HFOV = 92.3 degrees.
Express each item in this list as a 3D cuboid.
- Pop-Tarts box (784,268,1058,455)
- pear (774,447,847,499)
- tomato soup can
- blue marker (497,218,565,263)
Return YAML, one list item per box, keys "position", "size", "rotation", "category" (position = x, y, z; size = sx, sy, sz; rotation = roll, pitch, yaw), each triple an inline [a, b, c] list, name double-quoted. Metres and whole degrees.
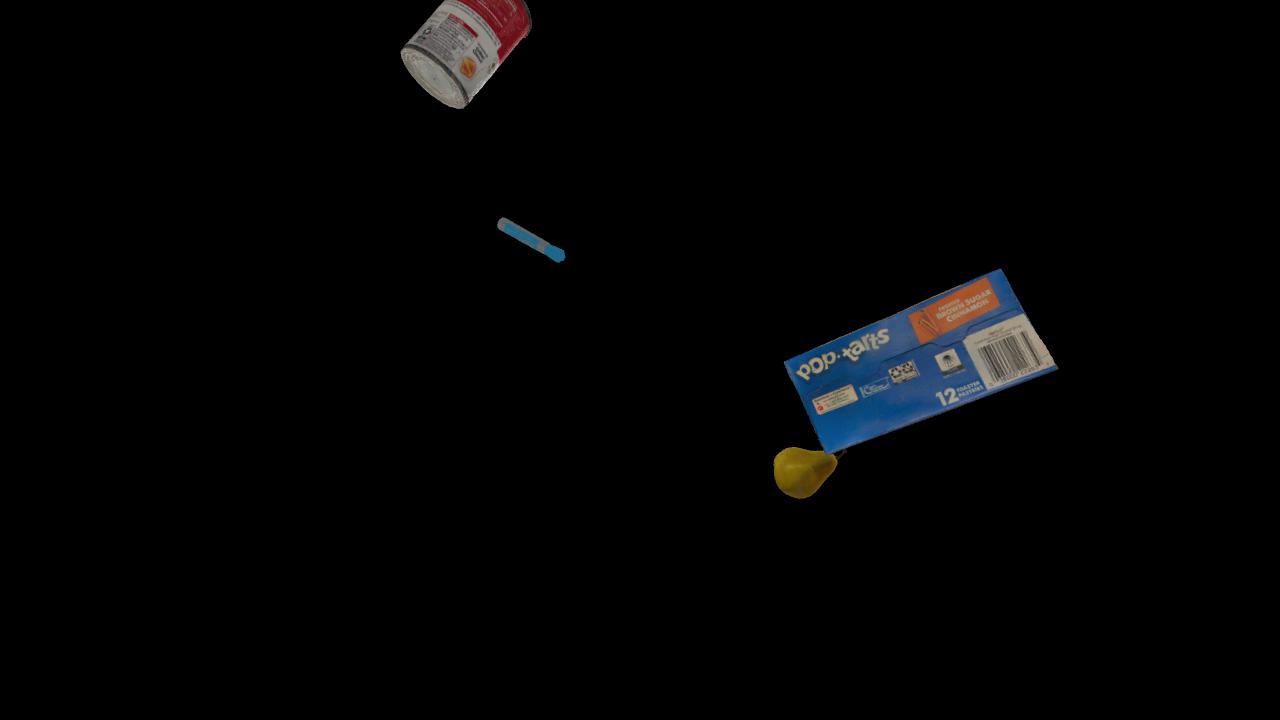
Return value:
- position: [0.222, 0.009, 0.510]
  size: [0.167, 0.083, 0.141]
  rotation: [-25, -14, 19]
  category: "Pop-Tarts box"
- position: [0.262, 0.167, 0.934]
  size: [0.111, 0.080, 0.080]
  rotation: [-16, -7, 26]
  category: "pear"
- position: [-0.151, -0.281, 0.541]
  size: [0.068, 0.101, 0.068]
  rotation: [31, -13, 8]
  category: "tomato soup can"
- position: [-0.148, -0.164, 0.840]
  size: [0.121, 0.020, 0.020]
  rotation: [32, 15, 26]
  category: "blue marker"
